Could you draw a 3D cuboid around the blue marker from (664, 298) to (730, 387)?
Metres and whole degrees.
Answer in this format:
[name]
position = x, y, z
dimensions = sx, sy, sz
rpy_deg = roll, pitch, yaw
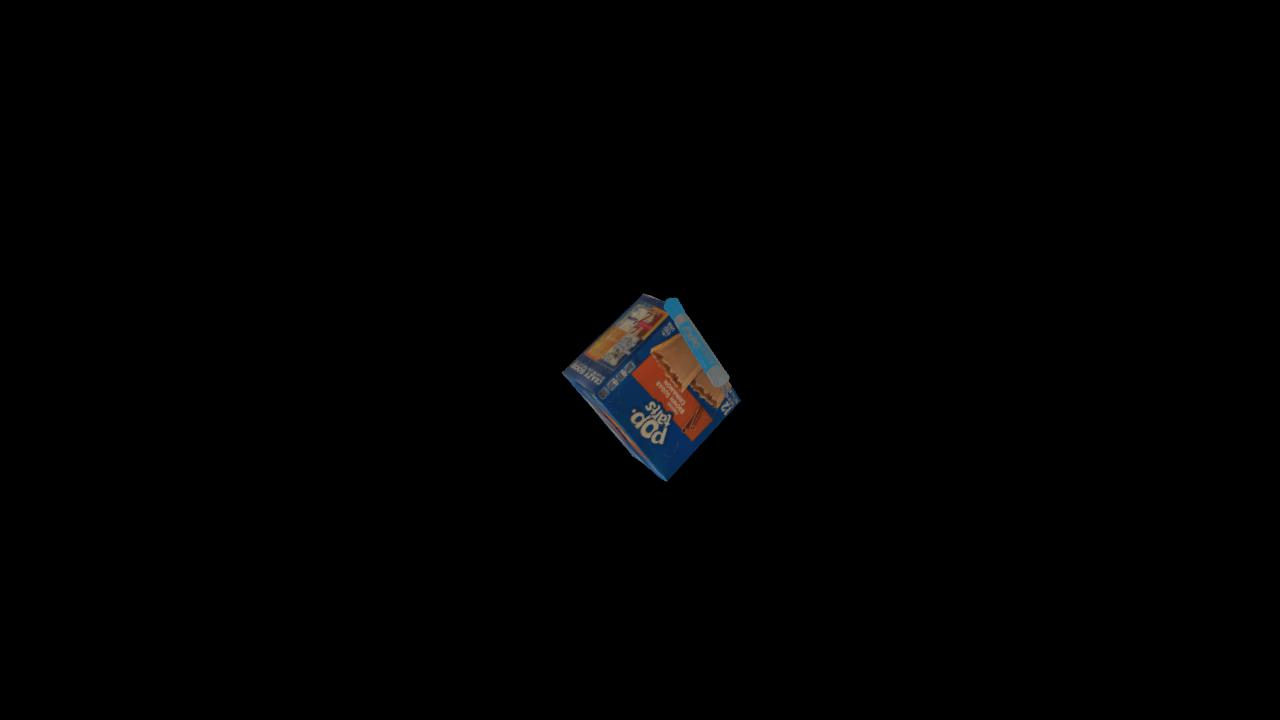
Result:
[blue marker]
position = 0.057, -0.022, 0.644
dimensions = 0.020, 0.121, 0.020
rpy_deg = -19, -35, -14

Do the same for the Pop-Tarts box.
[Pop-Tarts box]
position = 0.018, 0.033, 0.737
dimensions = 0.083, 0.141, 0.167
rpy_deg = 27, -22, 54
